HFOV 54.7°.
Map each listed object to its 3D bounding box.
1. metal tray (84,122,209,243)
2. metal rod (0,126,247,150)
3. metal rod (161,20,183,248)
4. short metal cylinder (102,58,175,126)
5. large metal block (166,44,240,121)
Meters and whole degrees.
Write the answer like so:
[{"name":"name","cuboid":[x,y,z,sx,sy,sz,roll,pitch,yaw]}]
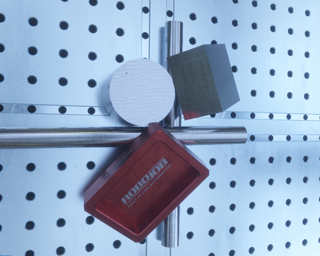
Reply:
[{"name":"metal tray","cuboid":[-0.017,0.068,0.376,0.090,0.030,0.130,41,98,-22]},{"name":"metal rod","cuboid":[-0.036,0.011,0.382,0.302,0.025,0.025,0,90,-13]},{"name":"metal rod","cuboid":[0.017,0.008,0.419,0.025,0.025,0.298,1,90,-20]},{"name":"short metal cylinder","cuboid":[-0.028,-0.042,0.388,0.081,0.050,0.079,0,90,-20]},{"name":"large metal block","cuboid":[0.059,-0.061,0.400,0.080,0.050,0.080,-27,102,-58]}]
